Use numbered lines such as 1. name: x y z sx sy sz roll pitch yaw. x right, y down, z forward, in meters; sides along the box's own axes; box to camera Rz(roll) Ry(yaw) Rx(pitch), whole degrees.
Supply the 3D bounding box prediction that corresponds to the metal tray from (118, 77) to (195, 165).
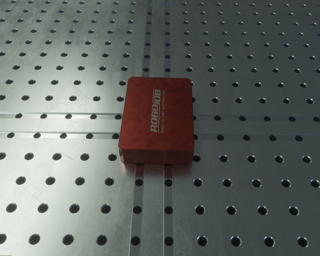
1. metal tray: -0.002 -0.014 0.415 0.091 0.030 0.130 2 50 1
